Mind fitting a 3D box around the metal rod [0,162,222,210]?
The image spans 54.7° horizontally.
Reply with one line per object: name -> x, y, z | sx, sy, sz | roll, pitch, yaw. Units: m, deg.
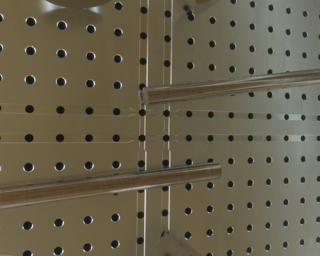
metal rod -> -0.059, 0.071, 0.391 | 0.303, 0.025, 0.025 | -4, 92, -20

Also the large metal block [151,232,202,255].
large metal block -> 0.019, 0.191, 0.392 | 0.050, 0.080, 0.080 | 35, 79, -17

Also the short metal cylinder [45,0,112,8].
short metal cylinder -> -0.094, -0.175, 0.349 | 0.081, 0.080, 0.050 | -5, 92, -20

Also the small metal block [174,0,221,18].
small metal block -> 0.055, -0.177, 0.421 | 0.050, 0.050, 0.025 | -24, 99, -19

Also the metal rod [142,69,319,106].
metal rod -> 0.121, -0.063, 0.458 | 0.303, 0.025, 0.025 | -9, 93, -20
